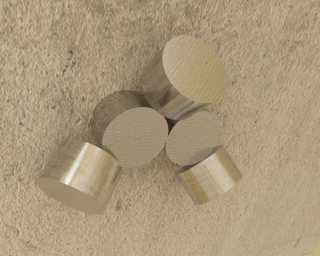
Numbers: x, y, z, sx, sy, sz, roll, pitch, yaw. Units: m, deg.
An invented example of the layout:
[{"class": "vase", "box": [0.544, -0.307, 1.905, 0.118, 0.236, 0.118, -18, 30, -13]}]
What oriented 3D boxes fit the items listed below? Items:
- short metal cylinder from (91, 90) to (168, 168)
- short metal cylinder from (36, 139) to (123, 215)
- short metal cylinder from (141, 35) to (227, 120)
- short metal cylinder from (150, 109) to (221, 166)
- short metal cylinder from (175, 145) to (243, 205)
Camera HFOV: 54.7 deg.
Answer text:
[{"class": "short metal cylinder", "box": [-0.037, 0.001, 0.372, 0.081, 0.050, 0.079, -14, 124, -21]}, {"class": "short metal cylinder", "box": [-0.089, 0.056, 0.351, 0.080, 0.080, 0.050, 55, 46, -39]}, {"class": "short metal cylinder", "box": [0.026, -0.055, 0.345, 0.081, 0.080, 0.050, 1, 160, -29]}, {"class": "short metal cylinder", "box": [0.033, 0.003, 0.412, 0.081, 0.050, 0.079, -14, 124, -21]}, {"class": "short metal cylinder", "box": [0.069, 0.066, 0.443, 0.080, 0.080, 0.050, -32, 87, -7]}]
